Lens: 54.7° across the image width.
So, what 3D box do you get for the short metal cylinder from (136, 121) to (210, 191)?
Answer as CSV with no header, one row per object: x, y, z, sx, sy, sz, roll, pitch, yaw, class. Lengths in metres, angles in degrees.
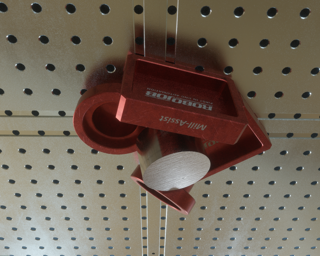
0.015,0.033,0.375,0.081,0.050,0.080,-9,140,-8,short metal cylinder

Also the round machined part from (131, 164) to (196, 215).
0.010,0.080,0.446,0.098,0.042,0.098,31,164,11,round machined part

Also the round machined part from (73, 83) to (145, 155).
-0.054,-0.015,0.387,0.099,0.042,0.097,-1,130,0,round machined part

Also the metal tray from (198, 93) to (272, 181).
0.072,0.019,0.425,0.130,0.030,0.090,-29,125,22,metal tray

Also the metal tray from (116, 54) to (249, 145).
0.023,-0.034,0.340,0.131,0.090,0.030,12,129,-11,metal tray
